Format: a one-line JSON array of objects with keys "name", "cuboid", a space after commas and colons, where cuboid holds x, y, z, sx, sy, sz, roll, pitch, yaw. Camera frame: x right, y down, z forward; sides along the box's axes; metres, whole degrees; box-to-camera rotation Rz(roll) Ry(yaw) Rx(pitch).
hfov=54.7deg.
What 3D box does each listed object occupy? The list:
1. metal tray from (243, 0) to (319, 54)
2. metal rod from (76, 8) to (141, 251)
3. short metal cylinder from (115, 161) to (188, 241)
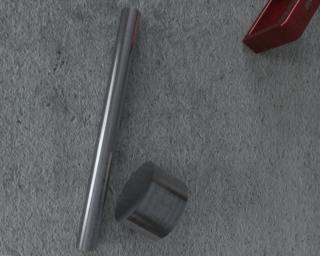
[{"name": "metal tray", "cuboid": [0.185, -0.173, 0.444, 0.030, 0.090, 0.130, 37, 78, -17]}, {"name": "metal rod", "cuboid": [-0.063, -0.001, 0.386, 0.025, 0.025, 0.298, 12, 86, -20]}, {"name": "short metal cylinder", "cuboid": [-0.011, 0.088, 0.377, 0.050, 0.080, 0.080, 35, 79, -17]}]
